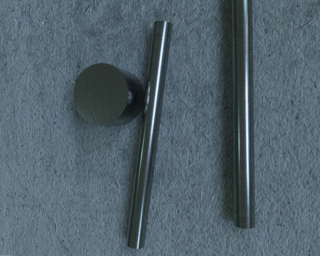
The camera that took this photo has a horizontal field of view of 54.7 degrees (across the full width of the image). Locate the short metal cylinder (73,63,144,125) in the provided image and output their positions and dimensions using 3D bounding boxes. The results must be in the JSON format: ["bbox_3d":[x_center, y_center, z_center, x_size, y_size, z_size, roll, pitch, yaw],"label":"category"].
[{"bbox_3d":[-0.068,-0.043,0.420,0.080,0.050,0.079,0,90,20],"label":"short metal cylinder"}]

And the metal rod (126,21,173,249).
[{"bbox_3d":[-0.015,0.011,0.413,0.025,0.025,0.298,8,93,20],"label":"metal rod"}]

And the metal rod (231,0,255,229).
[{"bbox_3d":[0.100,-0.032,0.373,0.025,0.025,0.298,-1,90,20],"label":"metal rod"}]
